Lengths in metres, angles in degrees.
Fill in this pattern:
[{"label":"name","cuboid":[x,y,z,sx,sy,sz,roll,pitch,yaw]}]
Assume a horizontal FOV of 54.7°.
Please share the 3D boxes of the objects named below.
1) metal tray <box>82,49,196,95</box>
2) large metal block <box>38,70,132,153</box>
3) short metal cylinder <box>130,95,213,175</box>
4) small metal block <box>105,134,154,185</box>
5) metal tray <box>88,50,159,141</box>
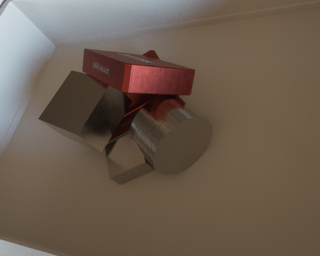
[{"label":"metal tray","cuboid":[-0.031,-0.071,0.383,0.130,0.091,0.030,31,117,52]},{"label":"large metal block","cuboid":[-0.098,-0.024,0.411,0.080,0.050,0.080,18,71,34]},{"label":"short metal cylinder","cuboid":[0.013,0.007,0.357,0.080,0.080,0.050,-43,51,-2]},{"label":"small metal block","cuboid":[-0.040,0.038,0.400,0.050,0.025,0.050,-26,53,12]},{"label":"metal tray","cuboid":[-0.046,-0.047,0.451,0.130,0.030,0.090,-30,52,8]}]
